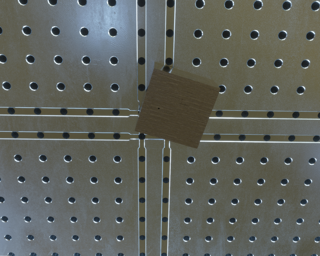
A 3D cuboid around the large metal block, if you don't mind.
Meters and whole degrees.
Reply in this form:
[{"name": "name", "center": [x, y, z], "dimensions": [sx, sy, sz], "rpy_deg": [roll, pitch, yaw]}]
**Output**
[{"name": "large metal block", "center": [0.020, -0.029, 0.390], "dimensions": [0.080, 0.050, 0.079], "rpy_deg": [16, 109, -7]}]
